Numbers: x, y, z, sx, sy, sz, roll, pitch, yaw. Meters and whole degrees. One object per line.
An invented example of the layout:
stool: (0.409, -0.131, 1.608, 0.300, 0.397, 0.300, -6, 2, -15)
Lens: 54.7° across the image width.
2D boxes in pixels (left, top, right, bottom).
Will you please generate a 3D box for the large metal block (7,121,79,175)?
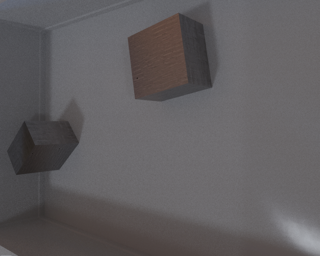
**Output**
large metal block: (-0.201, 0.033, 0.534, 0.080, 0.081, 0.050, -48, 62, 29)

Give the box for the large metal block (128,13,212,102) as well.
large metal block: (0.011, -0.081, 0.380, 0.080, 0.050, 0.080, -12, 83, 39)
